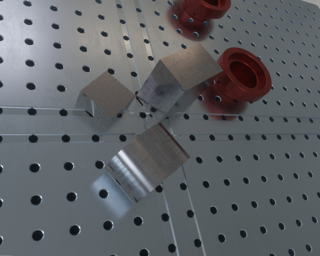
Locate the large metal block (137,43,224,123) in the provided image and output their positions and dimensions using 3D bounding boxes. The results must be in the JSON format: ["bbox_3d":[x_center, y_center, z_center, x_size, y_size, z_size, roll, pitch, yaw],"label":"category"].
[{"bbox_3d":[0.026,-0.061,0.424,0.081,0.080,0.050,-31,80,-38],"label":"large metal block"}]

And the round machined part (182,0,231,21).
[{"bbox_3d":[0.082,-0.243,0.590,0.099,0.042,0.098,14,56,-21],"label":"round machined part"}]

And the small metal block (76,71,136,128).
[{"bbox_3d":[-0.068,-0.037,0.394,0.050,0.025,0.050,41,51,-1],"label":"small metal block"}]

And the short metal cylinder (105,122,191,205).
[{"bbox_3d":[-0.013,0.039,0.342,0.050,0.080,0.081,50,51,6],"label":"short metal cylinder"}]

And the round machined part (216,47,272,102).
[{"bbox_3d":[0.134,-0.084,0.521,0.099,0.042,0.098,14,56,-21],"label":"round machined part"}]
